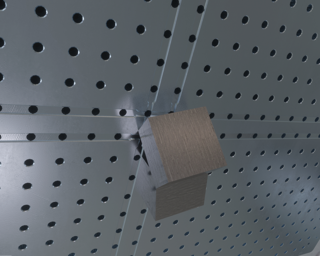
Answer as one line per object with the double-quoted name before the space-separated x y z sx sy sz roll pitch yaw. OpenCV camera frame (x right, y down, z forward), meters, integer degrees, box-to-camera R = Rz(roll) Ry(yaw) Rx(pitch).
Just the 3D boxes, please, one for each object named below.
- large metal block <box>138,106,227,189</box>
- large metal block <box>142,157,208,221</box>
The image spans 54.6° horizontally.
"large metal block" 0.027 0.025 0.396 0.081 0.080 0.050 -12 165 -22
"large metal block" 0.021 0.079 0.454 0.081 0.050 0.079 -12 124 -22
